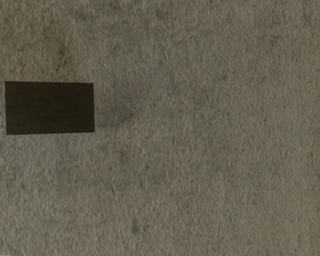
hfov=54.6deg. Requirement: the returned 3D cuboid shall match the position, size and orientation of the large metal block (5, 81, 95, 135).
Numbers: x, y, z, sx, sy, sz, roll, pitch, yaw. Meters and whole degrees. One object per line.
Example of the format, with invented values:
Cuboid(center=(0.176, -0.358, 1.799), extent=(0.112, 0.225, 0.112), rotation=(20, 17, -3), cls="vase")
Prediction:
Cuboid(center=(-0.118, -0.020, 0.336), extent=(0.081, 0.080, 0.050), rotation=(-2, 91, -20), cls="large metal block")
